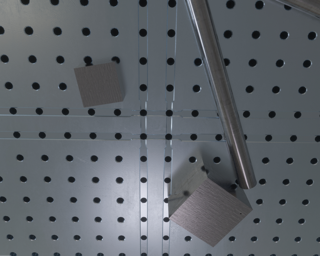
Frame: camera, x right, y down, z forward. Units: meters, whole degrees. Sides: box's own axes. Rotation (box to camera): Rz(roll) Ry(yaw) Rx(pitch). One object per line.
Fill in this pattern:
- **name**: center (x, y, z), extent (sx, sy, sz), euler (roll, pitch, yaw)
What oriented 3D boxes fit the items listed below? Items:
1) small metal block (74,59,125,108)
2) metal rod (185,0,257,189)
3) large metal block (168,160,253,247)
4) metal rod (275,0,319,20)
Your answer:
- **small metal block**: center (-0.075, -0.057, 0.392), extent (0.050, 0.025, 0.050), euler (-9, 110, 3)
- **metal rod**: center (0.078, -0.052, 0.395), extent (0.025, 0.025, 0.298), euler (-18, 109, 6)
- **large metal block**: center (0.068, 0.107, 0.440), extent (0.080, 0.050, 0.080), euler (36, 106, -13)
- **metal rod**: center (0.197, -0.139, 0.364), extent (0.302, 0.025, 0.025), euler (19, 109, -7)
